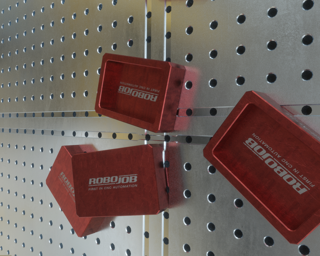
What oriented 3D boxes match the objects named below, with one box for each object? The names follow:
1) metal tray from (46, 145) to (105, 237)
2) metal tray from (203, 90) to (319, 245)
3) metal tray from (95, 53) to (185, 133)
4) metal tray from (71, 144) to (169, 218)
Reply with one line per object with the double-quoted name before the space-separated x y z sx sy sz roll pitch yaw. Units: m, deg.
"metal tray" -0.136 0.101 0.515 0.130 0.030 0.089 45 117 30
"metal tray" 0.116 0.035 0.309 0.130 0.030 0.089 47 117 29
"metal tray" -0.033 -0.052 0.431 0.130 0.030 0.089 18 101 38
"metal tray" -0.058 0.074 0.429 0.130 0.030 0.089 -9 84 23
